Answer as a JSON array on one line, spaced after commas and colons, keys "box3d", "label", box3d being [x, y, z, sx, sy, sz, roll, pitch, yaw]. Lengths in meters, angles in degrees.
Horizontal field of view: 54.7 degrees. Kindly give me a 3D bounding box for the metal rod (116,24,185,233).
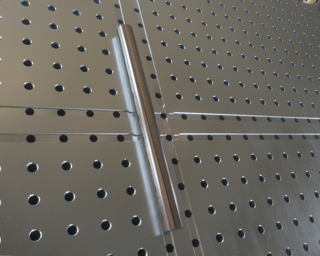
[{"box3d": [-0.019, -0.017, 0.409, 0.025, 0.025, 0.299, 0, 62, -29], "label": "metal rod"}]
